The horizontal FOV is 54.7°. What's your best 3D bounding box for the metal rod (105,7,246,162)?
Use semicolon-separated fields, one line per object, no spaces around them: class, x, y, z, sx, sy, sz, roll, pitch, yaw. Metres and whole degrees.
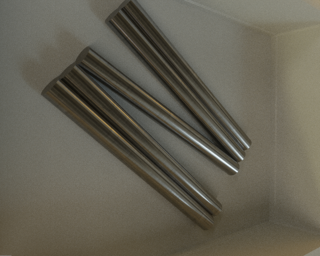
metal rod;0.038;-0.042;0.436;0.300;0.025;0.025;44;64;-31

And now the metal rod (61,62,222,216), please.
metal rod;-0.006;0.032;0.400;0.300;0.025;0.025;45;63;-31

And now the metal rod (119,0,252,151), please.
metal rod;0.051;-0.061;0.447;0.300;0.025;0.025;44;64;-31

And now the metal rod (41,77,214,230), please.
metal rod;-0.020;0.050;0.388;0.300;0.025;0.025;45;63;-31

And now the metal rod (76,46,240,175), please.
metal rod;0.017;-0.006;0.419;0.301;0.025;0.025;35;68;-34
